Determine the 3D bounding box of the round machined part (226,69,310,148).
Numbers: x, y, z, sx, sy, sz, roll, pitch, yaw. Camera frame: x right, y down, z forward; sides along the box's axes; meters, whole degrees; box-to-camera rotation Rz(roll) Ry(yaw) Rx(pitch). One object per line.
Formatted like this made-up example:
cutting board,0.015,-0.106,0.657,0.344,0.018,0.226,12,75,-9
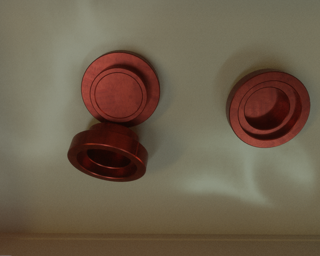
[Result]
round machined part,0.133,-0.027,0.394,0.099,0.042,0.097,0,110,-1

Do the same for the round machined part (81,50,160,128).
round machined part,-0.049,-0.045,0.385,0.099,0.042,0.097,0,110,-1

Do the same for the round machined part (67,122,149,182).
round machined part,-0.063,0.029,0.396,0.099,0.042,0.098,6,146,5
